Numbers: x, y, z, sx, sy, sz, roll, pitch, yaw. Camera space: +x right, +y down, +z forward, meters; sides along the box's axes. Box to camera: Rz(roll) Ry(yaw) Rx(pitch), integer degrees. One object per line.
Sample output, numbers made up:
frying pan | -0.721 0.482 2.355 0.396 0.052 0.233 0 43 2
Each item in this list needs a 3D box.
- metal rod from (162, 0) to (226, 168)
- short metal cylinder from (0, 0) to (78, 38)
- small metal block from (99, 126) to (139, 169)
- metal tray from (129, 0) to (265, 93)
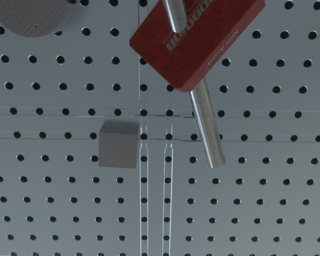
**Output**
metal rod | 0.036 -0.077 0.363 0.025 0.025 0.298 -16 118 6
short metal cylinder | -0.138 -0.144 0.346 0.081 0.050 0.079 0 110 0
small metal block | -0.056 0.026 0.422 0.050 0.025 0.050 4 110 -2
metal tray | 0.038 -0.116 0.344 0.090 0.030 0.130 46 106 20
